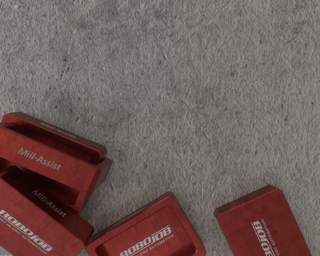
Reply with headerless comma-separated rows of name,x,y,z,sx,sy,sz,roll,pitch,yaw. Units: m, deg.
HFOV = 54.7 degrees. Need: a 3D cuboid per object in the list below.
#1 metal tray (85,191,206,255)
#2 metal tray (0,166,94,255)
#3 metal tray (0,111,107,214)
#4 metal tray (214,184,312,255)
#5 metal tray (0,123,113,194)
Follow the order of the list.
metal tray,-0.018,0.155,0.407,0.130,0.030,0.090,-31,90,0
metal tray,-0.160,0.119,0.383,0.130,0.030,0.090,41,113,-6
metal tray,-0.145,0.044,0.396,0.131,0.030,0.089,22,98,2
metal tray,0.140,0.152,0.409,0.090,0.030,0.129,-24,90,0
metal tray,-0.128,0.033,0.376,0.131,0.090,0.030,23,90,0
